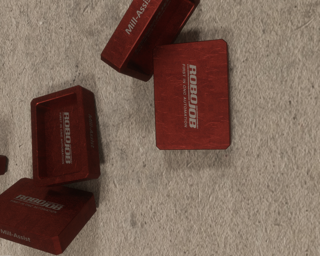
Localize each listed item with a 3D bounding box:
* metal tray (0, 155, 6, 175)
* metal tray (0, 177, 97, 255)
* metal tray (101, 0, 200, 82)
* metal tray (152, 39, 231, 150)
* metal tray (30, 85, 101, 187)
[{"bbox_3d":[-0.326,0.053,0.486,0.130,0.090,0.030,8,93,19],"label":"metal tray"},{"bbox_3d":[-0.167,0.116,0.429,0.130,0.090,0.030,8,118,19],"label":"metal tray"},{"bbox_3d":[-0.008,-0.123,0.376,0.030,0.090,0.129,37,102,16],"label":"metal tray"},{"bbox_3d":[0.040,-0.039,0.385,0.090,0.030,0.129,-2,92,15],"label":"metal tray"},{"bbox_3d":[-0.136,0.013,0.439,0.090,0.030,0.129,-13,75,19],"label":"metal tray"}]
